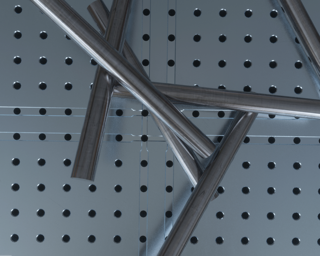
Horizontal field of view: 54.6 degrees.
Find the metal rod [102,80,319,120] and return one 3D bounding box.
[{"bbox_3d":[0.071,-0.036,0.386,0.302,0.025,0.025,6,90,1],"label":"metal rod"}]

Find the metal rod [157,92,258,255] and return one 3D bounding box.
[{"bbox_3d":[0.052,0.084,0.385,0.025,0.025,0.300,32,79,0],"label":"metal rod"}]

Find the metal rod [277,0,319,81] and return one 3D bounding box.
[{"bbox_3d":[0.209,-0.102,0.414,0.025,0.025,0.299,-28,90,0],"label":"metal rod"}]

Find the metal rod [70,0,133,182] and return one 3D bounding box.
[{"bbox_3d":[-0.059,-0.087,0.371,0.025,0.025,0.299,9,73,0],"label":"metal rod"}]

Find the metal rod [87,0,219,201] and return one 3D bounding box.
[{"bbox_3d":[-0.009,-0.034,0.413,0.025,0.025,0.299,-31,90,0],"label":"metal rod"}]

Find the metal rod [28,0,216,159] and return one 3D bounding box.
[{"bbox_3d":[-0.043,-0.065,0.346,0.300,0.025,0.025,42,90,-20],"label":"metal rod"}]
